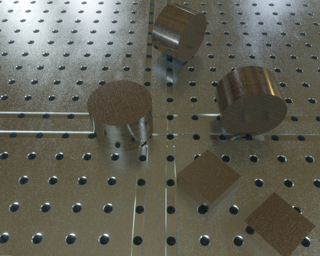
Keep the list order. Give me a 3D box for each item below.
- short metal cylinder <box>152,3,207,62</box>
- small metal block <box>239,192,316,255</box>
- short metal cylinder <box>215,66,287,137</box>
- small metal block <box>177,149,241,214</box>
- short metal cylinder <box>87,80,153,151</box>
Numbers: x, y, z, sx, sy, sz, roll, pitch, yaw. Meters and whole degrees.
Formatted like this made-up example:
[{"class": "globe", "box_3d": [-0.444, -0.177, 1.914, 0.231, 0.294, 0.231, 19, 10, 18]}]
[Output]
[{"class": "short metal cylinder", "box_3d": [0.032, -0.154, 0.501, 0.050, 0.080, 0.080, 32, 57, 24]}, {"class": "small metal block", "box_3d": [0.120, 0.104, 0.321, 0.050, 0.025, 0.050, -33, 58, -25]}, {"class": "short metal cylinder", "box_3d": [0.116, -0.033, 0.400, 0.081, 0.080, 0.050, -1, 50, -1]}, {"class": "small metal block", "box_3d": [0.055, 0.061, 0.357, 0.050, 0.025, 0.050, -35, 58, -26]}, {"class": "short metal cylinder", "box_3d": [-0.050, -0.017, 0.405, 0.081, 0.050, 0.080, 0, 50, 0]}]
